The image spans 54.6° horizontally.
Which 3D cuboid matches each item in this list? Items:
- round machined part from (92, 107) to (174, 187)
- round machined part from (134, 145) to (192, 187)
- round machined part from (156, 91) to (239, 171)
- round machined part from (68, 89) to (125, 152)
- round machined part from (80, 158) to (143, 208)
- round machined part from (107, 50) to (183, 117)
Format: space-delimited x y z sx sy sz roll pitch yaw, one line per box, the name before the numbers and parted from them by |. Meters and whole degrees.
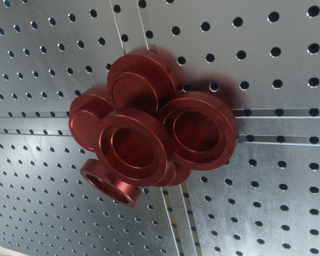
round machined part | -0.028 0.019 0.372 0.098 0.042 0.097 13 124 21
round machined part | -0.003 0.042 0.428 0.098 0.042 0.097 13 124 21
round machined part | 0.047 0.000 0.375 0.098 0.042 0.097 13 124 21
round machined part | -0.091 -0.004 0.447 0.098 0.042 0.097 13 124 21
round machined part | -0.067 0.075 0.466 0.098 0.042 0.098 26 154 14
round machined part | -0.025 -0.044 0.387 0.098 0.042 0.097 13 124 21
